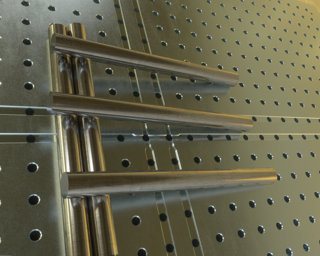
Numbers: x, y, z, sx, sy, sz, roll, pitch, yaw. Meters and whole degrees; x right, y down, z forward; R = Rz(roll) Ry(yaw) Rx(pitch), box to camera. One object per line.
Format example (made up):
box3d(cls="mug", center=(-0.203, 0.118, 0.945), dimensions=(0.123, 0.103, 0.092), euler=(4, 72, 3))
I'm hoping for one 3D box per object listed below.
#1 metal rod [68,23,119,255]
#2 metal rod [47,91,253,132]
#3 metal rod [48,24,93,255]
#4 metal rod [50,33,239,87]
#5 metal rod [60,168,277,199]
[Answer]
box3d(cls="metal rod", center=(-0.084, -0.005, 0.366), dimensions=(0.025, 0.025, 0.299), euler=(1, 61, -28))
box3d(cls="metal rod", center=(0.011, -0.016, 0.406), dimensions=(0.302, 0.025, 0.025), euler=(5, 60, -33))
box3d(cls="metal rod", center=(-0.105, 0.001, 0.351), dimensions=(0.025, 0.025, 0.299), euler=(1, 61, -28))
box3d(cls="metal rod", center=(0.000, -0.091, 0.447), dimensions=(0.302, 0.025, 0.025), euler=(4, 60, -33))
box3d(cls="metal rod", center=(0.036, 0.062, 0.373), dimensions=(0.302, 0.025, 0.025), euler=(4, 60, -34))
